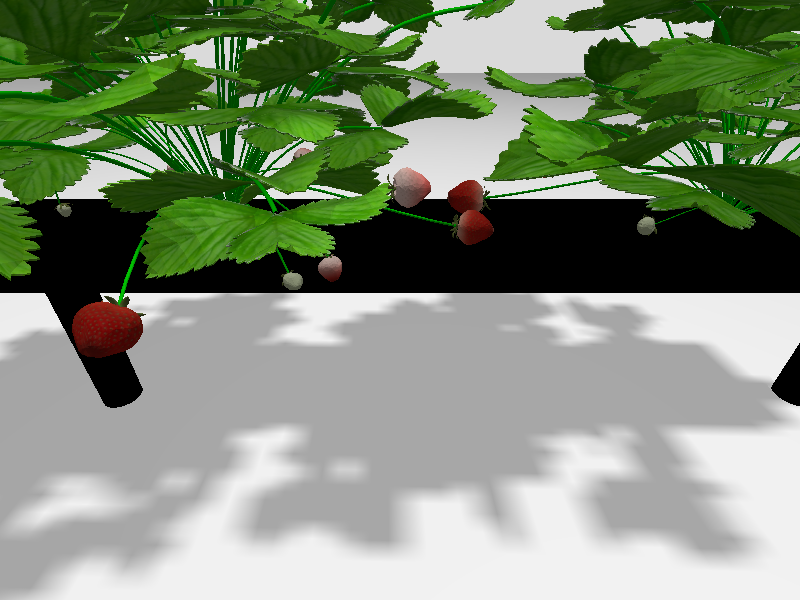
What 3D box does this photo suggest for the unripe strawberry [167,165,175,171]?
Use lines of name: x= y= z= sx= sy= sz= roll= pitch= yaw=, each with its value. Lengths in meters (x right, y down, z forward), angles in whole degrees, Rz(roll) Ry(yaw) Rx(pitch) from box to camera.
unripe strawberry: x=-0.281 y=-0.163 z=0.501 sx=0.018 sy=0.019 sz=0.019 roll=-22 pitch=37 yaw=-31

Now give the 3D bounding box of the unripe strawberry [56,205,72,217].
unripe strawberry: x=-0.307 y=-0.082 z=0.367 sx=0.012 sy=0.011 sz=0.010 roll=1 pitch=31 yaw=2

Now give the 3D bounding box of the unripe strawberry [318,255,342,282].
unripe strawberry: x=-0.046 y=-0.021 z=0.268 sx=0.017 sy=0.017 sz=0.015 roll=-27 pitch=23 yaw=-37

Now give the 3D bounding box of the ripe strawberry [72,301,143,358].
ripe strawberry: x=-0.145 y=0.015 z=0.196 sx=0.029 sy=0.025 sz=0.029 roll=-2 pitch=39 yaw=-3

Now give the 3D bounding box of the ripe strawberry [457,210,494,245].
ripe strawberry: x=0.060 y=-0.057 z=0.317 sx=0.028 sy=0.027 sz=0.026 roll=7 pitch=32 yaw=11

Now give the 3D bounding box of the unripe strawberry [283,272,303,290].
unripe strawberry: x=-0.068 y=-0.012 z=0.255 sx=0.013 sy=0.011 sz=0.013 roll=-20 pitch=48 yaw=-29

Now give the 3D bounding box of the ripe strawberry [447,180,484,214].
ripe strawberry: x=0.061 y=-0.096 z=0.377 sx=0.033 sy=0.033 sz=0.031 roll=2 pitch=31 yaw=5

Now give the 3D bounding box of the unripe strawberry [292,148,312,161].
unripe strawberry: x=-0.116 y=-0.174 z=0.503 sx=0.032 sy=0.034 sz=0.035 roll=7 pitch=31 yaw=11

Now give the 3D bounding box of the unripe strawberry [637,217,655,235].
unripe strawberry: x=0.204 y=-0.062 z=0.334 sx=0.014 sy=0.015 sz=0.013 roll=-11 pitch=33 yaw=-17

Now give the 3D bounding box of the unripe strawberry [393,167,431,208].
unripe strawberry: x=0.012 y=-0.112 z=0.398 sx=0.039 sy=0.038 sz=0.036 roll=-8 pitch=32 yaw=-14
